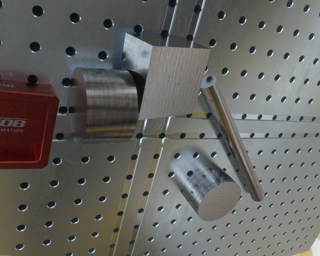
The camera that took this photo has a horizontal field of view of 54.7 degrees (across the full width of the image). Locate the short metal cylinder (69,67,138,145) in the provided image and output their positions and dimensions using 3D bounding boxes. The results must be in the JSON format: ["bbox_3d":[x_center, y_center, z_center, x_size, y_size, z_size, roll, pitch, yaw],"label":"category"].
[{"bbox_3d":[-0.063,-0.023,0.328,0.050,0.080,0.079,-2,119,-28],"label":"short metal cylinder"}]

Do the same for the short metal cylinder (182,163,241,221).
[{"bbox_3d":[0.084,0.105,0.509,0.081,0.050,0.079,-14,125,-21],"label":"short metal cylinder"}]

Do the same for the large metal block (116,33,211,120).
[{"bbox_3d":[0.002,-0.059,0.352,0.081,0.050,0.079,-9,123,-37],"label":"large metal block"}]

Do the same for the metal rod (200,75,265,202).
[{"bbox_3d":[0.126,0.035,0.504,0.025,0.025,0.299,-37,130,-4],"label":"metal rod"}]

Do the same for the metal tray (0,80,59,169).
[{"bbox_3d":[-0.176,-0.003,0.309,0.131,0.030,0.089,3,117,-30],"label":"metal tray"}]
